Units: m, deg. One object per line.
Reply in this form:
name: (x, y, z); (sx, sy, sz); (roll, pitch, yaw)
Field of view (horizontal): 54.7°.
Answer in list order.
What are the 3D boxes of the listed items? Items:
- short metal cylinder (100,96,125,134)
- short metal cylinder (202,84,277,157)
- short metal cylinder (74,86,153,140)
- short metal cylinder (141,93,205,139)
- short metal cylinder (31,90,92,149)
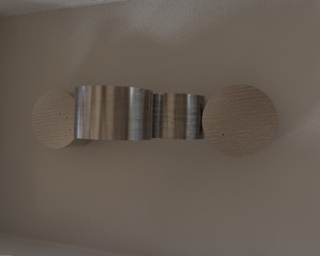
short metal cylinder: (-0.062, -0.016, 0.401); (0.080, 0.080, 0.050); (2, 91, 20)
short metal cylinder: (0.094, -0.008, 0.362); (0.080, 0.050, 0.080); (0, 90, 20)
short metal cylinder: (-0.048, -0.014, 0.323); (0.080, 0.080, 0.050); (2, 91, 20)
short metal cylinder: (0.014, -0.013, 0.374); (0.080, 0.080, 0.050); (2, 91, 20)
short metal cylinder: (-0.133, -0.012, 0.442); (0.080, 0.050, 0.080); (0, 90, 20)
